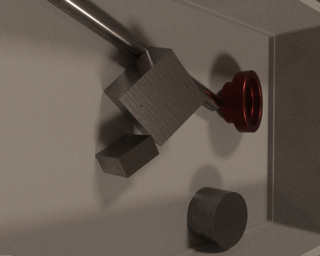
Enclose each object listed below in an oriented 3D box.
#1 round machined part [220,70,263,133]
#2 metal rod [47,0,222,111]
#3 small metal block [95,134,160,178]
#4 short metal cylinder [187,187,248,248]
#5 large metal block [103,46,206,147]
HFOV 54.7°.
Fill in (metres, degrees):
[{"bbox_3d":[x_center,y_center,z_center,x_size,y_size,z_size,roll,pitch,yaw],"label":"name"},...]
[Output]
[{"bbox_3d":[0.130,-0.041,0.497,0.099,0.042,0.097,1,89,-56],"label":"round machined part"},{"bbox_3d":[-0.021,-0.094,0.390,0.301,0.025,0.025,28,72,-37],"label":"metal rod"},{"bbox_3d":[-0.038,0.031,0.360,0.050,0.050,0.025,-35,112,-35],"label":"small metal block"},{"bbox_3d":[0.087,0.133,0.466,0.081,0.050,0.079,0,90,-40],"label":"short metal cylinder"},{"bbox_3d":[-0.005,-0.039,0.371,0.080,0.050,0.080,-46,122,-9],"label":"large metal block"}]
